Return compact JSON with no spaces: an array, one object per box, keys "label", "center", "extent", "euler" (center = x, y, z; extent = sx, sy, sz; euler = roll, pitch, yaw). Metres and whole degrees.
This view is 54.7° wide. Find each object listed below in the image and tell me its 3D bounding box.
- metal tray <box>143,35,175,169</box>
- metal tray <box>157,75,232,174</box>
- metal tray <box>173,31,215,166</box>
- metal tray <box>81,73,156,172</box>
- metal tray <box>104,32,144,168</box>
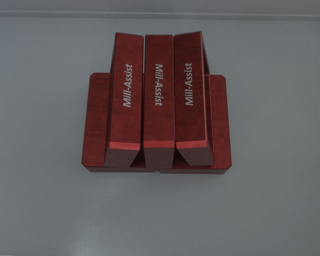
[{"label":"metal tray","center":[-0.001,-0.027,0.350],"extent":[0.030,0.090,0.130],"euler":[0,68,0]},{"label":"metal tray","center":[0.042,-0.007,0.408],"extent":[0.091,0.030,0.130],"euler":[1,70,0]},{"label":"metal tray","center":[0.040,-0.029,0.350],"extent":[0.030,0.090,0.130],"euler":[-5,70,14]},{"label":"metal tray","center":[-0.049,-0.009,0.407],"extent":[0.091,0.030,0.130],"euler":[1,70,0]},{"label":"metal tray","center":[-0.042,-0.028,0.348],"extent":[0.030,0.090,0.130],"euler":[5,70,-12]}]
